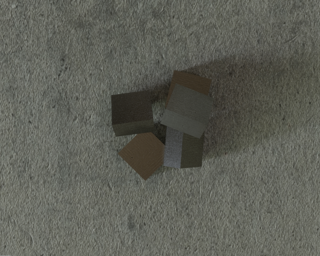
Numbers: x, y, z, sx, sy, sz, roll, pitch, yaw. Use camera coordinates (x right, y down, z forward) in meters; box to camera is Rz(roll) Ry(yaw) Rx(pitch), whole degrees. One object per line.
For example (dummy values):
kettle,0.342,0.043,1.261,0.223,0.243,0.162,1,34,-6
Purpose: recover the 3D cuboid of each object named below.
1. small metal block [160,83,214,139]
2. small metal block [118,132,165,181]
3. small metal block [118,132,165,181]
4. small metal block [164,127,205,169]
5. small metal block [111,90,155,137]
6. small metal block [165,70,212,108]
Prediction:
small metal block,0.033,-0.021,0.373,0.050,0.025,0.050,21,47,-1
small metal block,-0.019,0.033,0.411,0.050,0.025,0.050,-45,91,0
small metal block,-0.019,0.033,0.411,0.050,0.025,0.050,-45,90,0
small metal block,0.032,0.024,0.397,0.025,0.050,0.050,4,90,38
small metal block,-0.035,-0.019,0.398,0.050,0.025,0.050,-8,52,-1
small metal block,0.037,-0.045,0.412,0.050,0.025,0.050,14,90,-1
